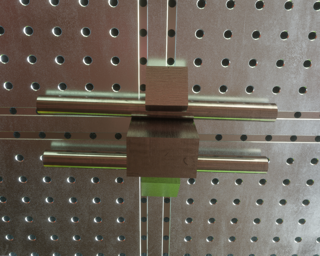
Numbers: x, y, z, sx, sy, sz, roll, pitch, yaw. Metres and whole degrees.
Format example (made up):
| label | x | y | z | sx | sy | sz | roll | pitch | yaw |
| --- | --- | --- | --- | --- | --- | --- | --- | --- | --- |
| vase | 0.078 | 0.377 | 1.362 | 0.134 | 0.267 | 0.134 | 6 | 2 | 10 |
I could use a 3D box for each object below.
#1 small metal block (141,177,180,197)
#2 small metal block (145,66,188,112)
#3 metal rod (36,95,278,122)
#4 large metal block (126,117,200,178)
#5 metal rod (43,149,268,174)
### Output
| label | x | y | z | sx | sy | sz | roll | pitch | yaw |
| --- | --- | --- | --- | --- | --- | --- | --- | --- | --- |
| small metal block | 0.000 | 0.073 | 0.424 | 0.050 | 0.025 | 0.050 | 2 | 148 | -2 |
| small metal block | 0.008 | -0.048 | 0.380 | 0.050 | 0.025 | 0.050 | 1 | 76 | -1 |
| metal rod | -0.002 | -0.025 | 0.399 | 0.302 | 0.025 | 0.025 | 2 | 110 | -1 |
| large metal block | 0.003 | 0.020 | 0.387 | 0.081 | 0.080 | 0.050 | 2 | 110 | -1 |
| metal rod | -0.005 | 0.046 | 0.427 | 0.302 | 0.025 | 0.025 | 2 | 110 | -1 |
